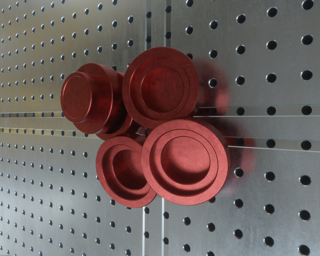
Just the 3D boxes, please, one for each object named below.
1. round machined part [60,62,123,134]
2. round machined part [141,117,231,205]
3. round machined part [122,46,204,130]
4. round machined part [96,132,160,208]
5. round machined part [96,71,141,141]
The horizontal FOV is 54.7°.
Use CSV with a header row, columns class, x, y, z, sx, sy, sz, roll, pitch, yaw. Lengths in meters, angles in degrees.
class,x,y,z,sx,sy,sz,roll,pitch,yaw
round machined part,-0.098,-0.040,0.422,0.098,0.042,0.097,0,90,39
round machined part,0.031,0.035,0.355,0.098,0.042,0.097,3,101,18
round machined part,0.006,-0.046,0.379,0.098,0.042,0.097,1,91,23
round machined part,-0.034,0.052,0.413,0.098,0.042,0.097,8,108,27
round machined part,-0.057,-0.030,0.442,0.098,0.042,0.097,0,90,39
